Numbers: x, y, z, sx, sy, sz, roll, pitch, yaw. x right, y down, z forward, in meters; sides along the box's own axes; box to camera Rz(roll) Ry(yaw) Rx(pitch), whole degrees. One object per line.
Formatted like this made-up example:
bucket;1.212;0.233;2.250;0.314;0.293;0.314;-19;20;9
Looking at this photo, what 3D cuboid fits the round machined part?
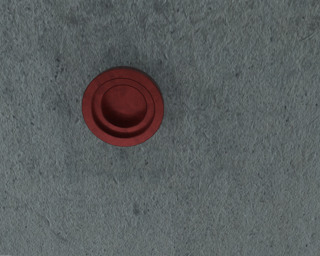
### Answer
round machined part;-0.044;-0.029;0.389;0.099;0.042;0.097;0;110;0
